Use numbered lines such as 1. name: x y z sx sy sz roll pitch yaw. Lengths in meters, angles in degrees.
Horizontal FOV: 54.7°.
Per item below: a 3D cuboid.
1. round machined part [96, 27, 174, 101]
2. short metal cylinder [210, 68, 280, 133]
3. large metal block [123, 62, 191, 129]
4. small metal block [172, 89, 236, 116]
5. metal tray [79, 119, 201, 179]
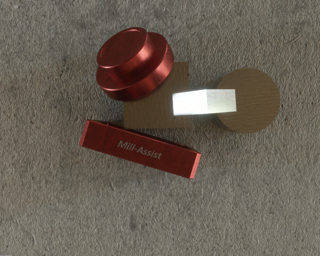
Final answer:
1. round machined part: -0.036 -0.083 0.374 0.098 0.098 0.042 -36 134 0
2. short metal cylinder: 0.106 -0.033 0.400 0.081 0.050 0.080 0 90 0
3. large metal block: -0.004 -0.040 0.400 0.081 0.050 0.080 -1 90 0
4. small metal block: 0.051 -0.029 0.353 0.050 0.050 0.025 -6 94 -41
5. metal tray: -0.022 0.023 0.378 0.131 0.090 0.030 17 90 0
